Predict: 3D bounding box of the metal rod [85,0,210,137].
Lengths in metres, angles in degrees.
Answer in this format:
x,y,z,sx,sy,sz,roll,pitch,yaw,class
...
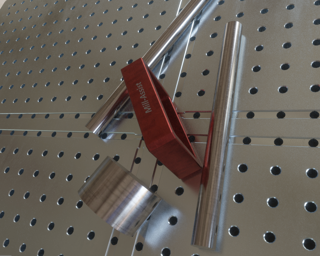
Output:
x,y,z,sx,sy,sz,roll,pitch,yaw,class
-0.010,-0.112,0.481,0.025,0.025,0.300,31,78,38,metal rod

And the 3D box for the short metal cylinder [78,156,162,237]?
x,y,z,sx,sy,sz,roll,pitch,yaw,class
-0.044,0.076,0.350,0.080,0.080,0.050,33,80,38,short metal cylinder

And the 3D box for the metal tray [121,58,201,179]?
x,y,z,sx,sy,sz,roll,pitch,yaw,class
0.001,-0.013,0.373,0.030,0.090,0.130,-29,52,10,metal tray

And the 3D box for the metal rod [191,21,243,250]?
x,y,z,sx,sy,sz,roll,pitch,yaw,class
0.074,-0.011,0.376,0.025,0.025,0.300,-1,61,27,metal rod
